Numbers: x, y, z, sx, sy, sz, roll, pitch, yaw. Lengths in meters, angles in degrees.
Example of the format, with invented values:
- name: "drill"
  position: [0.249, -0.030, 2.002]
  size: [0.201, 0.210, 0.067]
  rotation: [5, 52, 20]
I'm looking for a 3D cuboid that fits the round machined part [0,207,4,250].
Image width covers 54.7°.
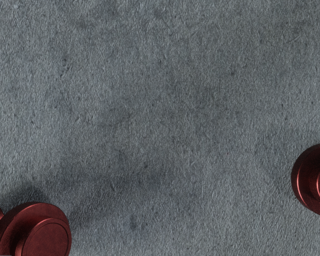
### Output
- name: "round machined part"
  position: [-0.220, 0.133, 0.382]
  size: [0.042, 0.098, 0.097]
  rotation: [-3, 90, -43]

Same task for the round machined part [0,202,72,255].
- name: "round machined part"
  position: [-0.146, 0.139, 0.370]
  size: [0.042, 0.099, 0.097]
  rotation: [-2, 90, 34]

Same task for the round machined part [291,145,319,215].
- name: "round machined part"
  position: [0.228, 0.069, 0.403]
  size: [0.099, 0.042, 0.097]
  rotation: [0, 90, 0]
